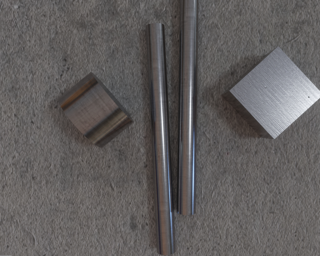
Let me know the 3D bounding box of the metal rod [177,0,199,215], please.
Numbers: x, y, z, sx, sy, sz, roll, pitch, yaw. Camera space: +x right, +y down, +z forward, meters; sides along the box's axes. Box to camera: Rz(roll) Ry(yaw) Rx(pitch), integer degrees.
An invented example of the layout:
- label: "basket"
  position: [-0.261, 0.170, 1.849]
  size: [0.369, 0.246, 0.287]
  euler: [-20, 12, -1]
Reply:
- label: "metal rod"
  position: [0.037, -0.037, 0.410]
  size: [0.025, 0.025, 0.298]
  euler: [1, 90, 0]

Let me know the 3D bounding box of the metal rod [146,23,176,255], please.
- label: "metal rod"
  position: [0.001, 0.014, 0.409]
  size: [0.025, 0.025, 0.298]
  euler: [-3, 90, 0]

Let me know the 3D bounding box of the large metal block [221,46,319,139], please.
- label: "large metal block"
  position: [0.140, -0.043, 0.398]
  size: [0.080, 0.050, 0.080]
  euler: [-43, 90, 0]

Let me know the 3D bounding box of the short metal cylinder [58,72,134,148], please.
- label: "short metal cylinder"
  position: [-0.077, -0.022, 0.382]
  size: [0.050, 0.080, 0.080]
  euler: [-40, 90, 0]
